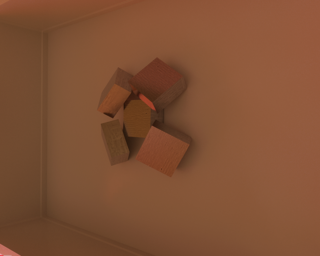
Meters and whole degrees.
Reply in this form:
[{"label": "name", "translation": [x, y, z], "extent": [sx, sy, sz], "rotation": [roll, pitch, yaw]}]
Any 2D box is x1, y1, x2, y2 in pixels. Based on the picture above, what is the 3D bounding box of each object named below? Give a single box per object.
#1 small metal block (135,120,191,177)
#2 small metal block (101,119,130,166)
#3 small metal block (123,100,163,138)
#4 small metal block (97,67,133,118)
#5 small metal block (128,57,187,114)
[{"label": "small metal block", "translation": [0.004, 0.025, 0.386], "extent": [0.050, 0.025, 0.050], "rotation": [27, 110, 0]}, {"label": "small metal block", "translation": [-0.065, 0.022, 0.443], "extent": [0.050, 0.025, 0.050], "rotation": [114, 137, -68]}, {"label": "small metal block", "translation": [-0.023, -0.013, 0.423], "extent": [0.050, 0.025, 0.050], "rotation": [2, 92, 40]}, {"label": "small metal block", "translation": [-0.063, -0.050, 0.440], "extent": [0.050, 0.025, 0.050], "rotation": [-50, 23, 29]}, {"label": "small metal block", "translation": [-0.003, -0.054, 0.391], "extent": [0.050, 0.025, 0.050], "rotation": [-41, 58, -10]}]
